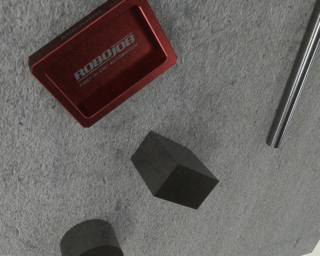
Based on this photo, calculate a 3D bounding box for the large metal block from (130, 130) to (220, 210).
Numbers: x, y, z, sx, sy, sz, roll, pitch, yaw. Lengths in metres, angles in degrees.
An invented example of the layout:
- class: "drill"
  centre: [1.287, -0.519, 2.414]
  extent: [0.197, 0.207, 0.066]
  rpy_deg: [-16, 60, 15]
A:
- class: "large metal block"
  centre: [0.018, 0.056, 0.416]
  extent: [0.080, 0.080, 0.050]
  rpy_deg: [27, 104, -38]

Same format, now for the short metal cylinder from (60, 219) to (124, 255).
- class: "short metal cylinder"
  centre: [-0.099, 0.180, 0.448]
  extent: [0.081, 0.050, 0.079]
  rpy_deg: [-14, 124, -21]

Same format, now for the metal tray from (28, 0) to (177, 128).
- class: "metal tray"
  centre: [-0.056, -0.072, 0.328]
  extent: [0.130, 0.030, 0.090]
  rpy_deg: [-37, 129, -3]

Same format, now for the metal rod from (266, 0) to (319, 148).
- class: "metal rod"
  centre: [0.216, -0.102, 0.461]
  extent: [0.025, 0.025, 0.298]
  rpy_deg: [-5, 121, -26]
